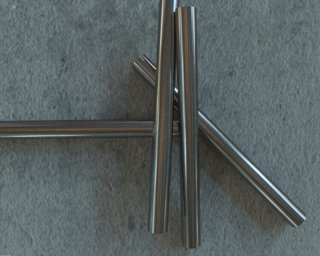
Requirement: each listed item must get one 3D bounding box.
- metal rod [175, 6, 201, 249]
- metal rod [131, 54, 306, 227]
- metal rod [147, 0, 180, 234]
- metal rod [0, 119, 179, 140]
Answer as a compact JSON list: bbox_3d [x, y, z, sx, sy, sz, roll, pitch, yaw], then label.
[{"bbox_3d":[0.036,0.006,0.388,0.025,0.025,0.298,-2,99,-1],"label":"metal rod"},{"bbox_3d":[0.078,0.017,0.411,0.300,0.025,0.025,45,90,-1],"label":"metal rod"},{"bbox_3d":[0.005,-0.022,0.384,0.025,0.025,0.298,3,90,-1],"label":"metal rod"},{"bbox_3d":[-0.125,0.002,0.408,0.302,0.025,0.025,-1,90,-1],"label":"metal rod"}]
